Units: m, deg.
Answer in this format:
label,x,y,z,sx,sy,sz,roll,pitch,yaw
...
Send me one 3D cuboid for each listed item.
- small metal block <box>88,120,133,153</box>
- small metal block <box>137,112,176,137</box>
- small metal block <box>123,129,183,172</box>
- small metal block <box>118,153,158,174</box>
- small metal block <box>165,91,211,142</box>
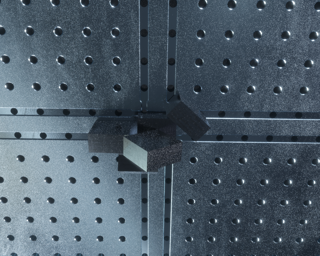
label,x,y,z,sx,sy,sz,roll,pitch,yaw
small metal block,-0.062,0.011,0.403,0.050,0.050,0.025,2,111,0
small metal block,-0.005,0.007,0.416,0.050,0.025,0.050,1,110,-2
small metal block,-0.009,0.025,0.372,0.050,0.050,0.025,-13,115,-35
small metal block,-0.028,0.047,0.415,0.050,0.050,0.025,1,79,0
small metal block,0.034,-0.016,0.394,0.050,0.050,0.025,41,104,-14
